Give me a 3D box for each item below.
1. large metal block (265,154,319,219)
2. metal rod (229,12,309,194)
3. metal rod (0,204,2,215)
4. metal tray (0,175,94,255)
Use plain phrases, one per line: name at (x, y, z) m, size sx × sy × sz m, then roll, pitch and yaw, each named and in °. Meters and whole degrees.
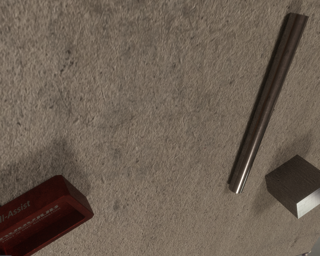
large metal block at (0.260, 0.109, 0.584) m, size 0.080 × 0.080 × 0.050 m, roll -31°, pitch 129°, yaw -9°
metal rod at (0.161, -0.022, 0.483) m, size 0.025 × 0.025 × 0.298 m, roll -3°, pitch 120°, yaw -27°
metal rod at (-0.197, -0.027, 0.282) m, size 0.025 × 0.025 × 0.298 m, roll -14°, pitch 124°, yaw -21°
metal tray at (-0.156, 0.116, 0.372) m, size 0.131 × 0.030 × 0.090 m, roll -30°, pitch 149°, yaw -9°
